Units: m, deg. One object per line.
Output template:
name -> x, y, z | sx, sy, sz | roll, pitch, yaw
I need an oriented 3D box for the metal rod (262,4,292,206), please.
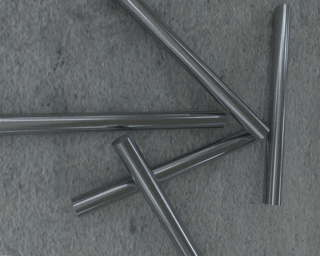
metal rod -> 0.172, -0.040, 0.453 | 0.025, 0.025, 0.299 | 12, 78, -20

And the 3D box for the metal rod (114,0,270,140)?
metal rod -> 0.036, -0.092, 0.410 | 0.300, 0.025, 0.025 | 43, 76, -10

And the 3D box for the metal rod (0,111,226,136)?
metal rod -> -0.054, -0.008, 0.389 | 0.303, 0.025, 0.025 | -2, 91, -21

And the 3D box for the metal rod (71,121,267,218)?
metal rod -> 0.032, 0.049, 0.422 | 0.302, 0.025, 0.025 | -20, 97, -19

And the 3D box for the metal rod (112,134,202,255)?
metal rod -> 0.024, 0.138, 0.401 | 0.025, 0.025, 0.299 | -34, 108, -17
